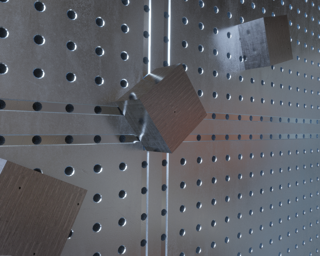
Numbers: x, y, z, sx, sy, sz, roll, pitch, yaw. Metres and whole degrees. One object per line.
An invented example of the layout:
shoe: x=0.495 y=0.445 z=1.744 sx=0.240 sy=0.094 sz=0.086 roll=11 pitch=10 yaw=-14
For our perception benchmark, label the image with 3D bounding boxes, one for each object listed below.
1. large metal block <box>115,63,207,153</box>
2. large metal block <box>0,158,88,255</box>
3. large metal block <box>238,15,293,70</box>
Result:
large metal block: x=0.004 y=-0.025 z=0.398 sx=0.080 sy=0.050 sz=0.080 roll=-45 pitch=117 yaw=-31
large metal block: x=-0.128 y=0.079 z=0.287 sx=0.080 sy=0.050 sz=0.080 roll=32 pitch=70 yaw=-36
large metal block: x=0.191 y=-0.154 z=0.556 sx=0.081 sy=0.050 sz=0.079 roll=-21 pitch=104 yaw=-38
